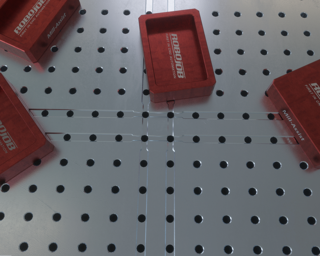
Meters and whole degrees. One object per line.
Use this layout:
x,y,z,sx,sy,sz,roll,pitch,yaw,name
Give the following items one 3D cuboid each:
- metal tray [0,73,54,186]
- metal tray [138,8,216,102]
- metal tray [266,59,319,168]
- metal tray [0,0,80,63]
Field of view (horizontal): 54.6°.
-0.215,0.000,0.407,0.090,0.030,0.130,-36,74,-12,metal tray
0.022,-0.107,0.448,0.091,0.030,0.130,-8,70,-3,metal tray
0.218,-0.022,0.418,0.090,0.030,0.130,-24,72,-9,metal tray
-0.195,-0.172,0.471,0.090,0.030,0.130,25,72,9,metal tray
